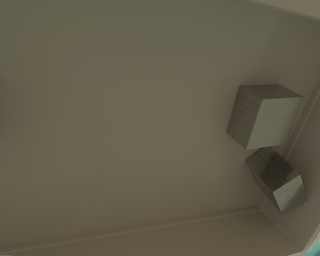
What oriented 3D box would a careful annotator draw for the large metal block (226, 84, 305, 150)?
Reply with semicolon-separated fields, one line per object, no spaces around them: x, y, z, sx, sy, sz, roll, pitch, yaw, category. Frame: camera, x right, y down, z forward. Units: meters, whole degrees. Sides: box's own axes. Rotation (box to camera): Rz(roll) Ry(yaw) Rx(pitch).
0.156;-0.018;0.466;0.081;0.050;0.079;-5;121;-26;large metal block

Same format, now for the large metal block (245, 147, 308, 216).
0.200;0.089;0.534;0.050;0.080;0.080;-33;129;2;large metal block
